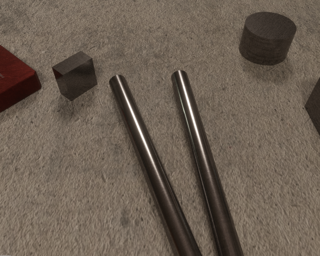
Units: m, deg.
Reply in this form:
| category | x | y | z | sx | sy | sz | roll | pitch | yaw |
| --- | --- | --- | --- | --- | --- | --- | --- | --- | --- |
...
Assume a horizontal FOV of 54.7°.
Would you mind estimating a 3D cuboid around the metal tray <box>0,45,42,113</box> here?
| category | x | y | z | sx | sy | sz | roll | pitch | yaw |
| --- | --- | --- | --- | --- | --- | --- | --- | --- | --- |
| metal tray | -0.255 | -0.078 | 0.462 | 0.130 | 0.030 | 0.090 | 34 | 58 | 25 |

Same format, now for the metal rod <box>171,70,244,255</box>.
| category | x | y | z | sx | sy | sz | roll | pitch | yaw |
| --- | --- | --- | --- | --- | --- | --- | --- | --- | --- |
| metal rod | 0.051 | 0.036 | 0.373 | 0.025 | 0.025 | 0.300 | -6 | 50 | -6 |

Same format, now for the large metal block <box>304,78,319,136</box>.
| category | x | y | z | sx | sy | sz | roll | pitch | yaw |
| --- | --- | --- | --- | --- | --- | --- | --- | --- | --- |
| large metal block | 0.238 | -0.027 | 0.394 | 0.050 | 0.080 | 0.080 | -3 | 50 | -3 |

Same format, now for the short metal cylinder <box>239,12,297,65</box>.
| category | x | y | z | sx | sy | sz | roll | pitch | yaw |
| --- | --- | --- | --- | --- | --- | --- | --- | --- | --- |
| short metal cylinder | 0.177 | -0.149 | 0.515 | 0.081 | 0.050 | 0.080 | 0 | 50 | 0 |

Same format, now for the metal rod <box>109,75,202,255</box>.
| category | x | y | z | sx | sy | sz | roll | pitch | yaw |
| --- | --- | --- | --- | --- | --- | --- | --- | --- | --- |
| metal rod | -0.012 | 0.039 | 0.370 | 0.025 | 0.025 | 0.299 | -15 | 52 | -13 |

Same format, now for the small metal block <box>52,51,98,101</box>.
| category | x | y | z | sx | sy | sz | roll | pitch | yaw |
| --- | --- | --- | --- | --- | --- | --- | --- | --- | --- |
| small metal block | -0.122 | -0.075 | 0.449 | 0.025 | 0.050 | 0.050 | 34 | 58 | 25 |
